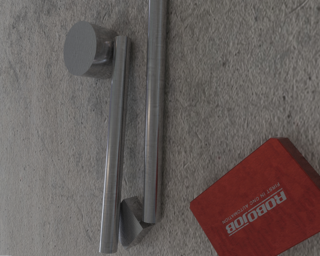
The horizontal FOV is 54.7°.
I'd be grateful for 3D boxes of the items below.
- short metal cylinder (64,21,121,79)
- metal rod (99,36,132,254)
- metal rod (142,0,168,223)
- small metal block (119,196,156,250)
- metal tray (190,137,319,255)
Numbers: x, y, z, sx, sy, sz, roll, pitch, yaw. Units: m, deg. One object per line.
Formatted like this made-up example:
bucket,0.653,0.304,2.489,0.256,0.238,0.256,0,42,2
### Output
short metal cylinder,-0.103,-0.117,0.473,0.080,0.050,0.079,0,90,40
metal rod,-0.062,0.019,0.436,0.025,0.025,0.298,-1,83,40
metal rod,-0.007,-0.026,0.410,0.025,0.025,0.298,3,92,40
small metal block,-0.041,0.134,0.439,0.050,0.025,0.050,50,119,28
metal tray,0.101,0.082,0.318,0.129,0.030,0.090,-47,62,29
